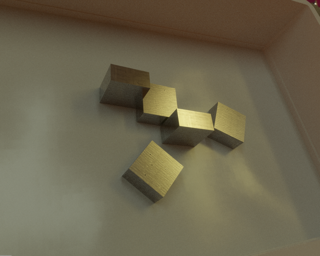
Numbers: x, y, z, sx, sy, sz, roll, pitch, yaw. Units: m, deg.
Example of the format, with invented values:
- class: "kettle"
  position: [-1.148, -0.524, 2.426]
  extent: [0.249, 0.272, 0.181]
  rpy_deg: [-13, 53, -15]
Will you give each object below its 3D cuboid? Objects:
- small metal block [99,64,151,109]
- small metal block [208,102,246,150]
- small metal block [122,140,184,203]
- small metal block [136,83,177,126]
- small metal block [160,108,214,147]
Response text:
- class: "small metal block"
  position: [-0.046, -0.052, 0.396]
  extent: [0.050, 0.050, 0.025]
  rpy_deg: [8, 58, -24]
- class: "small metal block"
  position: [0.098, -0.003, 0.460]
  extent: [0.050, 0.025, 0.050]
  rpy_deg: [25, 53, -13]
- class: "small metal block"
  position: [-0.008, 0.052, 0.370]
  extent: [0.050, 0.025, 0.050]
  rpy_deg: [40, 51, -1]
- class: "small metal block"
  position: [-0.005, -0.032, 0.422]
  extent: [0.050, 0.025, 0.050]
  rpy_deg: [9, 58, -24]
- class: "small metal block"
  position: [0.034, 0.001, 0.407]
  extent: [0.050, 0.050, 0.025]
  rpy_deg: [7, 59, -25]
